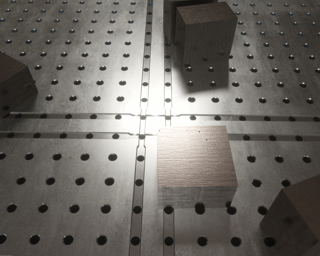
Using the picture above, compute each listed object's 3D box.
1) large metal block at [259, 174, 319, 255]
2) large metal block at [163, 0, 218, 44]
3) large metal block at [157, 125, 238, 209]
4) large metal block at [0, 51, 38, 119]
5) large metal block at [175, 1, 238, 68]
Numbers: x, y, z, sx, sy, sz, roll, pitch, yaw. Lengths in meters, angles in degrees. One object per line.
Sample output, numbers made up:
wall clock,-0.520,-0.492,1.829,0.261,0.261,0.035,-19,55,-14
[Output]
large metal block,0.155,0.086,0.301,0.081,0.080,0.050,-16,52,-14
large metal block,0.050,-0.197,0.538,0.081,0.080,0.050,-7,51,-6
large metal block,0.038,0.044,0.355,0.081,0.050,0.080,-1,50,-1
large metal block,-0.239,-0.063,0.441,0.080,0.050,0.080,28,55,21
large metal block,0.071,-0.149,0.498,0.081,0.080,0.050,-11,51,-9
